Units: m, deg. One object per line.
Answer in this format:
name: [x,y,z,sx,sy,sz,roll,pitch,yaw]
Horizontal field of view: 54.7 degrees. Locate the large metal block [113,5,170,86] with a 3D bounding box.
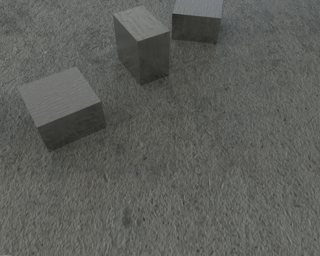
large metal block: [-0.028,-0.126,0.473,0.050,0.080,0.080,-24,54,-19]

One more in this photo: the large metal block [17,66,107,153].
large metal block: [-0.128,-0.027,0.408,0.081,0.050,0.080,-25,55,-20]

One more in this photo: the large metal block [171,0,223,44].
large metal block: [0.067,-0.199,0.555,0.080,0.050,0.080,8,51,6]
